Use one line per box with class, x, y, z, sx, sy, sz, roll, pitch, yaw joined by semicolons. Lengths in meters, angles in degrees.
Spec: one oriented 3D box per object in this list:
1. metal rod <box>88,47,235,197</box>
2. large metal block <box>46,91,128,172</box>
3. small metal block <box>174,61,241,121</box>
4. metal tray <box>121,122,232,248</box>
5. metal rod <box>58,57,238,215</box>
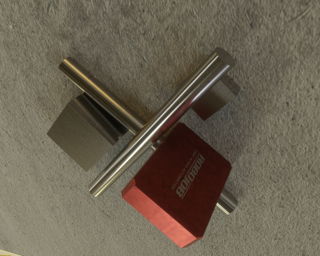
metal rod;-0.019;0.014;0.392;0.025;0.025;0.298;43;129;-2
large metal block;-0.103;0.004;0.445;0.080;0.050;0.080;45;129;-4
small metal block;0.054;-0.044;0.352;0.050;0.025;0.050;46;129;-4
metal tray;0.026;0.059;0.361;0.090;0.131;0.030;41;130;0
metal rod;-0.015;0.011;0.422;0.300;0.025;0.025;41;129;0
